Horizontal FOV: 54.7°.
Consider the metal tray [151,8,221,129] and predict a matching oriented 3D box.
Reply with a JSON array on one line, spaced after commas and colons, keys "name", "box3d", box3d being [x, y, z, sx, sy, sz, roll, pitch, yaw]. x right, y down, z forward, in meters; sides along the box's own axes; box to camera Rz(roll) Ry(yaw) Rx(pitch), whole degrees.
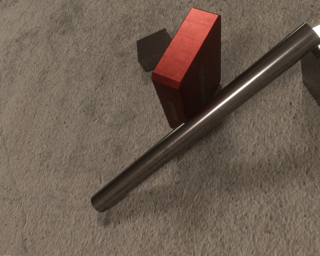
[{"name": "metal tray", "box3d": [0.036, -0.055, 0.348, 0.030, 0.130, 0.090, 24, 74, 19]}]

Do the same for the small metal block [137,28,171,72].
[{"name": "small metal block", "box3d": [-0.007, -0.120, 0.477, 0.050, 0.025, 0.050, -20, 50, 16]}]

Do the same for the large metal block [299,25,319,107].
[{"name": "large metal block", "box3d": [0.192, -0.069, 0.310, 0.080, 0.080, 0.050, -25, 53, 13]}]

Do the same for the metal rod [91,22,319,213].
[{"name": "metal rod", "box3d": [0.031, 0.004, 0.332, 0.299, 0.025, 0.025, -40, 50, 21]}]

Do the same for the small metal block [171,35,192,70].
[{"name": "small metal block", "box3d": [0.047, -0.108, 0.444, 0.050, 0.025, 0.050, -49, 52, -7]}]
